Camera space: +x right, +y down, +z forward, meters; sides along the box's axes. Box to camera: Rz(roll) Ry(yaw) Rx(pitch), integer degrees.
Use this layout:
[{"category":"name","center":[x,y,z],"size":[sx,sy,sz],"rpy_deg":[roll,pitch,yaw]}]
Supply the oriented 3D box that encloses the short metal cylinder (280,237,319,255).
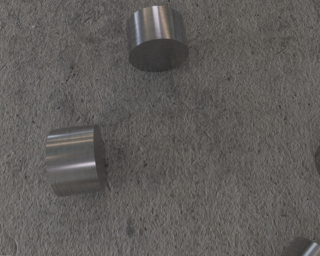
[{"category":"short metal cylinder","center":[0.160,0.161,0.321],"size":[0.050,0.080,0.080],"rpy_deg":[-42,76,-14]}]

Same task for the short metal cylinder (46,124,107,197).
[{"category":"short metal cylinder","center":[-0.095,0.038,0.364],"size":[0.050,0.080,0.080],"rpy_deg":[-7,70,-3]}]

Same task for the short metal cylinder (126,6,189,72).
[{"category":"short metal cylinder","center":[-0.004,-0.118,0.422],"size":[0.081,0.080,0.050],"rpy_deg":[-6,70,-2]}]

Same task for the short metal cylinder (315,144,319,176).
[{"category":"short metal cylinder","center":[0.243,0.039,0.382],"size":[0.081,0.050,0.080],"rpy_deg":[0,70,0]}]
